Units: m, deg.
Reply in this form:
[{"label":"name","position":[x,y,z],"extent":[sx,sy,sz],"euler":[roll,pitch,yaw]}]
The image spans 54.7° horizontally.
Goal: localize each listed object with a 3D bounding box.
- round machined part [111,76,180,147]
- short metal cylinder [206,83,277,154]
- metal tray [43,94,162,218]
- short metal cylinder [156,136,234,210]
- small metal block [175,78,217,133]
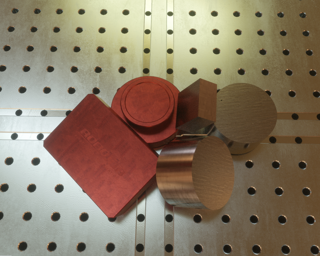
[{"label":"round machined part","position":[-0.016,-0.026,0.408],"extent":[0.099,0.042,0.098],"euler":[0,70,0]},{"label":"short metal cylinder","position":[0.102,-0.011,0.400],"extent":[0.081,0.050,0.080],"euler":[0,70,0]},{"label":"metal tray","position":[-0.068,0.032,0.381],"extent":[0.130,0.030,0.090],"euler":[44,91,13]},{"label":"short metal cylinder","position":[0.042,0.051,0.354],"extent":[0.050,0.080,0.080],"euler":[-9,63,43]},{"label":"small metal block","position":[0.045,-0.026,0.385],"extent":[0.025,0.050,0.050],"euler":[16,67,-24]}]
